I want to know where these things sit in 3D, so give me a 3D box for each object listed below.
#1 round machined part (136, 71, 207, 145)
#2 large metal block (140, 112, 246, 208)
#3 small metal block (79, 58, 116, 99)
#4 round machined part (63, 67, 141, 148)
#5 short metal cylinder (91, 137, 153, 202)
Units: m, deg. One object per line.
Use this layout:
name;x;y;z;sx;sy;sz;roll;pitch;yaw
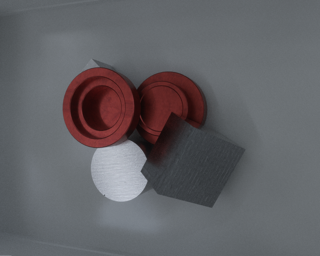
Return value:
round machined part;0.008;-0.024;0.394;0.098;0.042;0.097;0;90;19
large metal block;0.037;0.038;0.359;0.080;0.080;0.050;-63;32;9
small metal block;-0.087;-0.063;0.424;0.025;0.050;0.050;46;104;14
round machined part;-0.069;-0.025;0.392;0.098;0.042;0.097;0;90;19
short metal cylinder;-0.043;0.052;0.409;0.080;0.050;0.079;0;90;19
